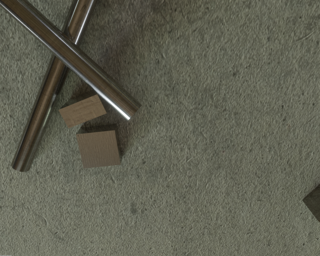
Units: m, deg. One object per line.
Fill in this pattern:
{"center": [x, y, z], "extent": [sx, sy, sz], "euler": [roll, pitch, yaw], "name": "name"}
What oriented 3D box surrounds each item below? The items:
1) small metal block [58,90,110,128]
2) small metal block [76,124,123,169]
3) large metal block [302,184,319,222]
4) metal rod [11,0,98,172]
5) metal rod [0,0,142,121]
{"center": [-0.090, -0.028, 0.385], "extent": [0.050, 0.050, 0.025], "euler": [-21, 109, 7], "name": "small metal block"}
{"center": [-0.080, 0.024, 0.418], "extent": [0.050, 0.025, 0.050], "euler": [-6, 110, 2], "name": "small metal block"}
{"center": [0.271, 0.111, 0.441], "extent": [0.080, 0.050, 0.080], "euler": [37, 106, -13], "name": "large metal block"}
{"center": [-0.125, -0.072, 0.381], "extent": [0.025, 0.025, 0.298], "euler": [25, 108, -9], "name": "metal rod"}
{"center": [-0.139, -0.118, 0.342], "extent": [0.300, 0.025, 0.025], "euler": [42, 105, -6], "name": "metal rod"}
